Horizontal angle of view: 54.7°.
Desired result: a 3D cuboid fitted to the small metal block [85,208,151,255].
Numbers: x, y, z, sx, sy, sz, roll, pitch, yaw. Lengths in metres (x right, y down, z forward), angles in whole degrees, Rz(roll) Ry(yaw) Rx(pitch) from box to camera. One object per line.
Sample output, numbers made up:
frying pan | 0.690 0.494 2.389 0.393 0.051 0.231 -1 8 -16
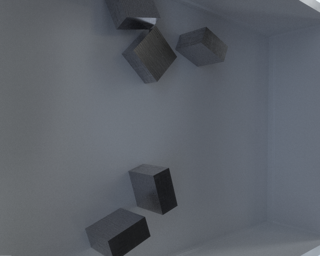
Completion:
small metal block | -0.048 0.119 0.352 0.050 0.050 0.025 -24 105 -38

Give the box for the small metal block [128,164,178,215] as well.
small metal block | -0.009 0.075 0.385 0.025 0.050 0.050 -22 104 -38

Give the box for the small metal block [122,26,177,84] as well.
small metal block | -0.012 -0.093 0.398 0.050 0.025 0.050 51 60 -29

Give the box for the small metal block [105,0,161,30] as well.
small metal block | -0.034 -0.147 0.370 0.050 0.025 0.050 -15 81 -39

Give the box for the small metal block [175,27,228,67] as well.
small metal block | 0.059 -0.114 0.442 0.050 0.050 0.025 28 73 -37
